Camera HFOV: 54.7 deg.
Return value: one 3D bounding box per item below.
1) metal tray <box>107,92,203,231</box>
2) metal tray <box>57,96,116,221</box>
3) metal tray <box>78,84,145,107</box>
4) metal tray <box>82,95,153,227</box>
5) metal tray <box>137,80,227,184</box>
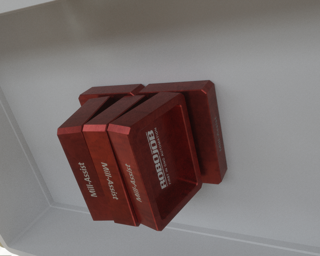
[{"bbox_3d":[0.001,0.036,0.344,0.030,0.091,0.129,9,124,40],"label":"metal tray"},{"bbox_3d":[-0.070,0.037,0.382,0.030,0.090,0.129,-6,116,17],"label":"metal tray"},{"bbox_3d":[-0.051,0.006,0.433,0.090,0.030,0.129,0,119,28],"label":"metal tray"},{"bbox_3d":[-0.034,0.037,0.364,0.030,0.090,0.129,0,116,28],"label":"metal tray"},{"bbox_3d":[0.030,0.008,0.392,0.090,0.030,0.129,0,119,28],"label":"metal tray"}]
